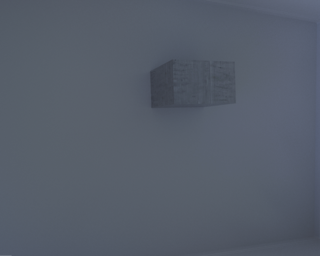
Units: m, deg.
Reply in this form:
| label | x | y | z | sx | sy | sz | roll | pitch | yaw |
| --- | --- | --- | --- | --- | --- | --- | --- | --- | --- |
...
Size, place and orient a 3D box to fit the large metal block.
| label | x | y | z | sx | sy | sz | roll | pitch | yaw |
| --- | --- | --- | --- | --- | --- | --- | --- | --- | --- |
| large metal block | 0.039 | -0.053 | 0.395 | 0.081 | 0.080 | 0.050 | -2 | 91 | -20 |
